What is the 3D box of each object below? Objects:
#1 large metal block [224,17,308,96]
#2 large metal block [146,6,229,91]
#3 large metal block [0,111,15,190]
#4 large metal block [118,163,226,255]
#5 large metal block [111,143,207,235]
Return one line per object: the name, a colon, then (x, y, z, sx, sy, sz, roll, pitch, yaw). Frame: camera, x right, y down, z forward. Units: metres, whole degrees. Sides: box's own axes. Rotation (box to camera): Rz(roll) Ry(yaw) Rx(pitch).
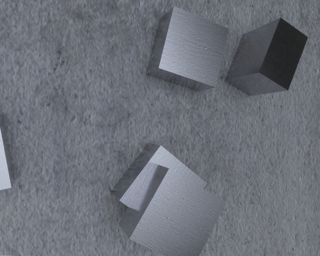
large metal block: (0.146, -0.095, 0.435, 0.050, 0.080, 0.080, 26, 81, -19)
large metal block: (0.036, -0.101, 0.410, 0.081, 0.050, 0.080, 15, 85, -20)
large metal block: (-0.203, 0.028, 0.321, 0.081, 0.050, 0.079, -10, 94, -20)
large metal block: (0.013, 0.096, 0.349, 0.080, 0.050, 0.080, 33, 79, -17)
large metal block: (-0.002, 0.076, 0.396, 0.080, 0.050, 0.080, 41, 77, -16)
